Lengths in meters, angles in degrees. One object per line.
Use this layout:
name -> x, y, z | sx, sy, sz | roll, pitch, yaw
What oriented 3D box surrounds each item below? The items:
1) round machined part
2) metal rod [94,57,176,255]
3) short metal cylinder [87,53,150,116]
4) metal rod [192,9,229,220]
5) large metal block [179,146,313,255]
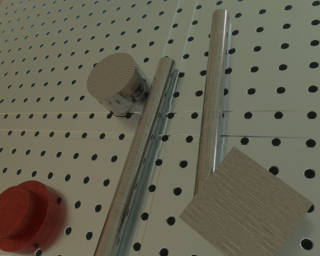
round machined part -> -0.192, 0.118, 0.424 | 0.098, 0.042, 0.098 | -13, 56, 20
metal rod -> -0.028, 0.034, 0.400 | 0.025, 0.025, 0.300 | 3, 63, 29
short metal cylinder -> -0.061, -0.065, 0.462 | 0.080, 0.050, 0.080 | -13, 57, 20
metal rod -> 0.068, -0.037, 0.394 | 0.025, 0.025, 0.299 | -4, 60, 26
large metal block -> 0.076, 0.077, 0.288 | 0.080, 0.050, 0.080 | 37, 82, 16
